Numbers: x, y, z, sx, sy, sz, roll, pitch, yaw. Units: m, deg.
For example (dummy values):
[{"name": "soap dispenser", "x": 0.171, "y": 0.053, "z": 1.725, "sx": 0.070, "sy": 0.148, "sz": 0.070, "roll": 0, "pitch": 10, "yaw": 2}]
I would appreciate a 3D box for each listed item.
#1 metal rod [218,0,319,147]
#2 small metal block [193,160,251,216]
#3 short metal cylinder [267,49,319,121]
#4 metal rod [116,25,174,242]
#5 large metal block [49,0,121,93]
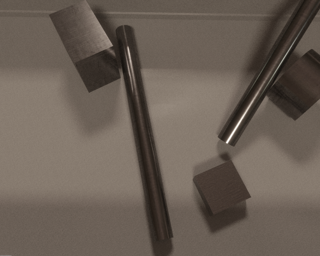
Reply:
[{"name": "metal rod", "x": 0.159, "y": -0.110, "z": 0.382, "sx": 0.025, "sy": 0.025, "sz": 0.299, "roll": 31, "pitch": 99, "yaw": 10}, {"name": "small metal block", "x": 0.075, "y": 0.074, "z": 0.383, "sx": 0.050, "sy": 0.025, "sz": 0.050, "roll": -22, "pitch": 72, "yaw": -8}, {"name": "short metal cylinder", "x": 0.187, "y": -0.055, "z": 0.403, "sx": 0.080, "sy": 0.080, "sz": 0.050, "roll": -40, "pitch": 75, "yaw": -13}, {"name": "metal rod", "x": -0.025, "y": -0.008, "z": 0.412, "sx": 0.025, "sy": 0.025, "sz": 0.299, "roll": -10, "pitch": 70, "yaw": -4}, {"name": "large metal block", "x": -0.098, "y": -0.107, "z": 0.418, "sx": 0.050, "sy": 0.080, "sz": 0.080, "roll": -28, "pitch": 73, "yaw": -10}]
